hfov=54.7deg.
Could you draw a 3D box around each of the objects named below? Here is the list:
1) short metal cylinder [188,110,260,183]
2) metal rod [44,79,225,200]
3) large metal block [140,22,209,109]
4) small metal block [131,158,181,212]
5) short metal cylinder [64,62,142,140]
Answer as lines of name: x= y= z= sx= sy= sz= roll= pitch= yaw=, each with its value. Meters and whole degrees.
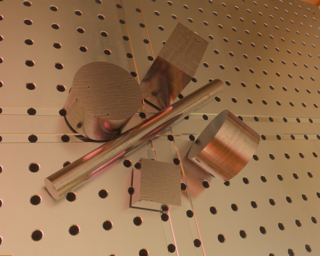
short metal cylinder: x=0.081 y=0.023 z=0.398 sx=0.050 sy=0.080 sz=0.080 roll=38 pitch=51 yaw=-4
metal rod: x=-0.008 y=-0.003 z=0.401 sx=0.302 sy=0.025 sz=0.025 roll=-32 pitch=80 yaw=-38
large metal block: x=0.016 y=-0.083 z=0.428 sx=0.050 sy=0.080 sz=0.080 roll=32 pitch=52 yaw=-8
small metal block: x=-0.004 y=0.067 z=0.361 sx=0.050 sy=0.025 sz=0.050 roll=14 pitch=56 yaw=-21
short metal cylinder: x=-0.068 y=-0.032 z=0.370 sx=0.081 sy=0.050 sz=0.080 roll=14 pitch=56 yaw=-21
